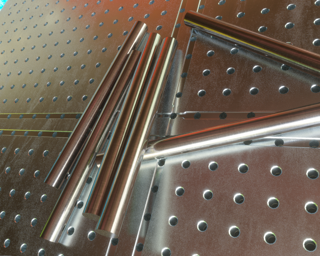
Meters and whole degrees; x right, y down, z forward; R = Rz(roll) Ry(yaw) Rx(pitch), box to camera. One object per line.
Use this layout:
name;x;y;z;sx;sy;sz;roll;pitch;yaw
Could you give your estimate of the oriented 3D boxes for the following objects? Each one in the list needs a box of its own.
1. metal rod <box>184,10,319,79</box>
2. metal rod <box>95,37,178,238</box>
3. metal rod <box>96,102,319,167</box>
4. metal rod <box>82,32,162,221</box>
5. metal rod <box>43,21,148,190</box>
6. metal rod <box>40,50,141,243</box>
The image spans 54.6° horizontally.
metal rod;0.141;-0.103;0.397;0.025;0.025;0.300;-48;51;-6
metal rod;-0.019;-0.012;0.399;0.025;0.025;0.300;-3;52;27
metal rod;0.057;0.012;0.371;0.300;0.025;0.025;-14;56;20
metal rod;-0.041;-0.024;0.421;0.025;0.025;0.300;-4;52;26
metal rod;-0.093;-0.047;0.486;0.025;0.025;0.300;13;68;33
metal rod;-0.089;0.012;0.448;0.025;0.025;0.300;9;66;32
